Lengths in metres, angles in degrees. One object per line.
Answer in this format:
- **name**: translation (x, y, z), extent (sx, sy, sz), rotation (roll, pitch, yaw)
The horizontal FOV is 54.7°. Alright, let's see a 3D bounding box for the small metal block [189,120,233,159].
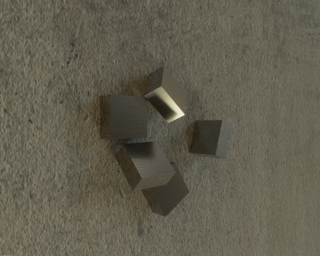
- **small metal block**: translation (0.074, 0.016, 0.450), extent (0.025, 0.050, 0.050), rotation (21, 77, -38)

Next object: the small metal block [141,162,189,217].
- **small metal block**: translation (0.006, 0.079, 0.409), extent (0.050, 0.025, 0.050), rotation (-39, 114, -33)

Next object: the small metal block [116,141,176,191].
- **small metal block**: translation (-0.017, 0.044, 0.372), extent (0.050, 0.025, 0.050), rotation (-3, 48, -40)

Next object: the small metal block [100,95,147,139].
- **small metal block**: translation (-0.043, -0.013, 0.368), extent (0.050, 0.025, 0.050), rotation (-1, 91, -40)

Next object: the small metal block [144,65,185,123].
- **small metal block**: translation (0.008, -0.043, 0.396), extent (0.050, 0.025, 0.050), rotation (48, 29, -29)
